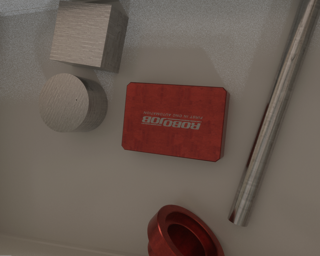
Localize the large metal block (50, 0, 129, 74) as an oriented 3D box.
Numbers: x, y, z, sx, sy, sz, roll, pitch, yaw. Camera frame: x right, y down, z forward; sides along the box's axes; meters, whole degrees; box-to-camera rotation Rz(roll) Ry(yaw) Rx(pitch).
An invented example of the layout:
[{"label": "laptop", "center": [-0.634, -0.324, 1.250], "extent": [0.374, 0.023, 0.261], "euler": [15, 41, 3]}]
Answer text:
[{"label": "large metal block", "center": [-0.097, -0.125, 0.430], "extent": [0.080, 0.050, 0.079], "euler": [12, 94, 19]}]

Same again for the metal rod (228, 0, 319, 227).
[{"label": "metal rod", "center": [0.137, -0.028, 0.362], "extent": [0.025, 0.025, 0.298], "euler": [19, 96, 18]}]

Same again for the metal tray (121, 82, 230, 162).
[{"label": "metal tray", "center": [0.019, -0.010, 0.401], "extent": [0.130, 0.030, 0.089], "euler": [6, 92, 19]}]

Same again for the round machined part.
[{"label": "round machined part", "center": [0.025, 0.142, 0.363], "extent": [0.098, 0.098, 0.042], "euler": [43, 110, 14]}]

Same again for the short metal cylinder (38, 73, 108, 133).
[{"label": "short metal cylinder", "center": [-0.122, -0.034, 0.439], "extent": [0.080, 0.050, 0.079], "euler": [0, 90, 19]}]
